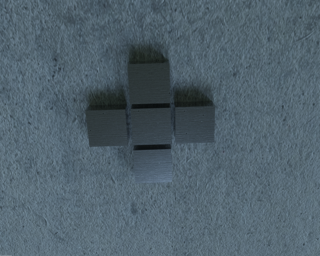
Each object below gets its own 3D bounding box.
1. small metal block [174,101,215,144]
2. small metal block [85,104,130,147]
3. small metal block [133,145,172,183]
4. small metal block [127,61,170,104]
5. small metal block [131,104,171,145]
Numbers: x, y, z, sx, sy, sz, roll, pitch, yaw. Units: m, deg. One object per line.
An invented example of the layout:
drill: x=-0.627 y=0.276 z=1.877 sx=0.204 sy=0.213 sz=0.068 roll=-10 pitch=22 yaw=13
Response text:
small metal block: x=0.045 y=-0.008 z=0.409 sx=0.050 sy=0.025 sz=0.050 roll=-2 pitch=110 yaw=0
small metal block: x=-0.068 y=-0.004 z=0.409 sx=0.050 sy=0.025 sz=0.050 roll=-2 pitch=110 yaw=0
small metal block: x=-0.009 y=0.048 z=0.429 sx=0.050 sy=0.025 sz=0.050 roll=-2 pitch=110 yaw=0
small metal block: x=-0.013 y=-0.058 z=0.390 sx=0.050 sy=0.025 sz=0.050 roll=-2 pitch=110 yaw=0
small metal block: x=-0.011 y=-0.006 z=0.409 sx=0.050 sy=0.025 sz=0.050 roll=-2 pitch=110 yaw=0
